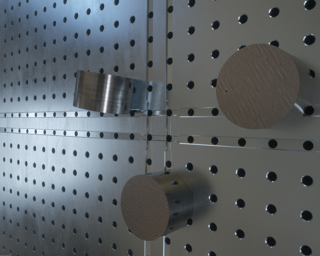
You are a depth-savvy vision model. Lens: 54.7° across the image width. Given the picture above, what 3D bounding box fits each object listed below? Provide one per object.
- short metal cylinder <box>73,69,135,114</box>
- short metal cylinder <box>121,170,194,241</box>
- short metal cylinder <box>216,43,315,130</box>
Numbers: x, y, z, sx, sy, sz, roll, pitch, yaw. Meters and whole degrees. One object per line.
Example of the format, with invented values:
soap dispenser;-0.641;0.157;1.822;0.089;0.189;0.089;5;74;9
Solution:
short metal cylinder;-0.079;-0.051;0.439;0.080;0.081;0.050;16;100;39
short metal cylinder;-0.004;0.097;0.397;0.080;0.050;0.079;0;90;40
short metal cylinder;0.104;-0.038;0.307;0.080;0.050;0.079;0;90;40
